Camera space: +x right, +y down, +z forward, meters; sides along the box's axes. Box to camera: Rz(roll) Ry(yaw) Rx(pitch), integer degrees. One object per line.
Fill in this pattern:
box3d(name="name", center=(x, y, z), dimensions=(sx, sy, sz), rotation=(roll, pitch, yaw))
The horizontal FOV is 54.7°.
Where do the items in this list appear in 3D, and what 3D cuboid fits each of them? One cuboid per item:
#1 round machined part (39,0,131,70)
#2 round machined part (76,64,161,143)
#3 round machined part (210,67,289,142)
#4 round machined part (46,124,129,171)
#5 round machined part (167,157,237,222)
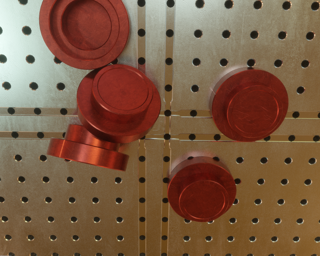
box3d(name="round machined part", center=(-0.083, -0.120, 0.359), dimensions=(0.099, 0.042, 0.097), rotation=(0, 110, -1))
box3d(name="round machined part", center=(-0.046, -0.035, 0.360), dimensions=(0.099, 0.098, 0.042), rotation=(19, 149, -7))
box3d(name="round machined part", center=(0.116, -0.026, 0.396), dimensions=(0.099, 0.042, 0.097), rotation=(0, 110, -1))
box3d(name="round machined part", center=(-0.086, 0.023, 0.389), dimensions=(0.099, 0.098, 0.042), rotation=(13, 81, -6))
box3d(name="round machined part", center=(0.060, 0.094, 0.440), dimensions=(0.099, 0.042, 0.097), rotation=(0, 110, -1))
